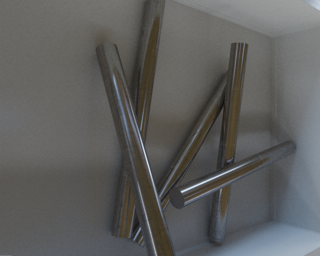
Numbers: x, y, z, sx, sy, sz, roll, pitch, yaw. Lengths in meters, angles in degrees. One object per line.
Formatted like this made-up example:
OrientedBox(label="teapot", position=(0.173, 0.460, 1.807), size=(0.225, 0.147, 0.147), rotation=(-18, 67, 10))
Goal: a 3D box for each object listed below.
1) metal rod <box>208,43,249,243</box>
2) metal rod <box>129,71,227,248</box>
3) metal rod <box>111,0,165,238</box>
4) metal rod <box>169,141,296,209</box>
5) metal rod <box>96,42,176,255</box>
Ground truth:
OrientedBox(label="metal rod", position=(0.103, 0.024, 0.469), size=(0.025, 0.025, 0.298), rotation=(2, 96, -40))
OrientedBox(label="metal rod", position=(0.045, 0.027, 0.443), size=(0.025, 0.025, 0.301), rotation=(48, 61, -29))
OrientedBox(label="metal rod", position=(-0.025, -0.019, 0.384), size=(0.025, 0.025, 0.298), rotation=(13, 82, -39))
OrientedBox(label="metal rod", position=(0.128, 0.059, 0.463), size=(0.302, 0.025, 0.025), rotation=(-12, 98, -43))
OrientedBox(label="metal rod", position=(-0.020, 0.045, 0.312), size=(0.025, 0.025, 0.299), rotation=(-1, 67, -40))
